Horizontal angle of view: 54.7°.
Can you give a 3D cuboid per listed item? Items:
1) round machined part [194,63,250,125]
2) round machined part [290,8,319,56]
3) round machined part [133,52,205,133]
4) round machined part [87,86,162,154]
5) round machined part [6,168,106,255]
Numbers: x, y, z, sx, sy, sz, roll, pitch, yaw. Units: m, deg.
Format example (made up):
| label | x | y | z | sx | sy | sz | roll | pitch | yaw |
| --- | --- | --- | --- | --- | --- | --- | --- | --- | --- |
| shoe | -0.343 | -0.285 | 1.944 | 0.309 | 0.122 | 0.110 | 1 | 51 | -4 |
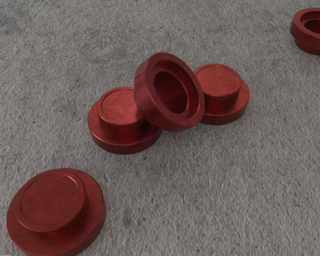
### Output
| label | x | y | z | sx | sy | sz | roll | pitch | yaw |
| --- | --- | --- | --- | --- | --- | --- | --- | --- | --- |
| round machined part | 0.077 | -0.054 | 0.438 | 0.099 | 0.042 | 0.098 | 0 | 50 | 0 |
| round machined part | 0.272 | -0.161 | 0.529 | 0.099 | 0.042 | 0.098 | 0 | 50 | 0 |
| round machined part | 0.007 | -0.040 | 0.381 | 0.099 | 0.042 | 0.098 | 21 | 56 | -36 |
| round machined part | -0.045 | -0.017 | 0.406 | 0.099 | 0.042 | 0.098 | 0 | 50 | 0 |
| round machined part | -0.109 | 0.082 | 0.322 | 0.099 | 0.042 | 0.098 | 0 | 50 | 0 |
